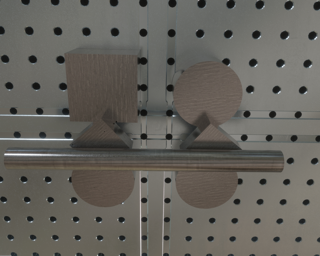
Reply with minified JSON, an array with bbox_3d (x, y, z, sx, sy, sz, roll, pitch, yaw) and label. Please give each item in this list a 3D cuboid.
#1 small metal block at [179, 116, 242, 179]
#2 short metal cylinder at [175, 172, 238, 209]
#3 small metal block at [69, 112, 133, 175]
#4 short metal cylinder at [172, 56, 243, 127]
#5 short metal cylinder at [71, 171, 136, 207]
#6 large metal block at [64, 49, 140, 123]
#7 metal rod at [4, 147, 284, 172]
[{"bbox_3d":[0.059,0.023,0.369,0.050,0.025,0.050,39,105,-13],"label":"small metal block"},{"bbox_3d":[0.061,0.062,0.423,0.081,0.050,0.079,0,110,0],"label":"short metal cylinder"},{"bbox_3d":[-0.068,0.018,0.366,0.050,0.025,0.050,-38,106,13],"label":"small metal block"},{"bbox_3d":[0.056,-0.046,0.383,0.081,0.050,0.079,0,110,0],"label":"short metal cylinder"},{"bbox_3d":[-0.073,0.059,0.420,0.081,0.050,0.079,0,110,0],"label":"short metal cylinder"},{"bbox_3d":[-0.066,-0.053,0.379,0.081,0.050,0.079,1,110,-1],"label":"large metal block"},{"bbox_3d":[-0.016,0.036,0.346,0.302,0.025,0.025,1,110,-1],"label":"metal rod"}]
